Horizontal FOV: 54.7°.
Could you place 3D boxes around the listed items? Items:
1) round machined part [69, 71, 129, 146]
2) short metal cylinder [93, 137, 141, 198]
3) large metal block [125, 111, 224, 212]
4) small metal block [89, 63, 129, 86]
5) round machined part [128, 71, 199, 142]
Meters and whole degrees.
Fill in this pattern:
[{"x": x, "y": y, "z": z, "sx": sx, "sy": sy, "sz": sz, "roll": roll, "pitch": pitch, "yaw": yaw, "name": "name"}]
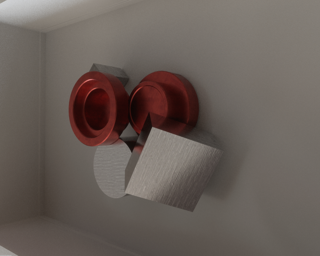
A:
[{"x": -0.076, "y": -0.025, "z": 0.416, "sx": 0.098, "sy": 0.042, "sz": 0.097, "roll": 0, "pitch": 90, "yaw": 39, "name": "round machined part"}, {"x": -0.045, "y": 0.051, "z": 0.424, "sx": 0.080, "sy": 0.050, "sz": 0.079, "roll": 0, "pitch": 90, "yaw": 39, "name": "short metal cylinder"}, {"x": 0.012, "y": 0.038, "z": 0.348, "sx": 0.050, "sy": 0.080, "sz": 0.079, "roll": -106, "pitch": 37, "yaw": -68, "name": "large metal block"}, {"x": -0.082, "y": -0.064, "z": 0.453, "sx": 0.025, "sy": 0.050, "sz": 0.050, "roll": 52, "pitch": 120, "yaw": 27, "name": "small metal block"}, {"x": -0.003, "y": -0.024, "z": 0.392, "sx": 0.098, "sy": 0.042, "sz": 0.097, "roll": 0, "pitch": 90, "yaw": 39, "name": "round machined part"}]
